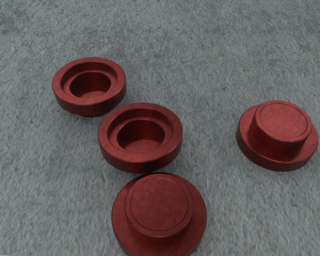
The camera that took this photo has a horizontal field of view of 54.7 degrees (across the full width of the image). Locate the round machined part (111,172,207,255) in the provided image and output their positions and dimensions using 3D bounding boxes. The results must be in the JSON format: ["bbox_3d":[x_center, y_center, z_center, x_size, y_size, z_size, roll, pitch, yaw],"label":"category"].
[{"bbox_3d":[-0.001,0.086,0.320,0.099,0.042,0.098,0,50,0],"label":"round machined part"}]

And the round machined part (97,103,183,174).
[{"bbox_3d":[-0.023,0.016,0.374,0.099,0.042,0.098,-1,45,1],"label":"round machined part"}]

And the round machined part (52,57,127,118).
[{"bbox_3d":[-0.096,-0.053,0.436,0.099,0.042,0.098,0,50,0],"label":"round machined part"}]

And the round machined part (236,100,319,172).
[{"bbox_3d":[0.150,0.003,0.392,0.099,0.042,0.098,0,50,0],"label":"round machined part"}]
